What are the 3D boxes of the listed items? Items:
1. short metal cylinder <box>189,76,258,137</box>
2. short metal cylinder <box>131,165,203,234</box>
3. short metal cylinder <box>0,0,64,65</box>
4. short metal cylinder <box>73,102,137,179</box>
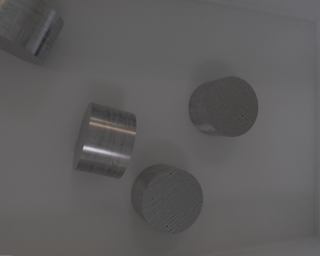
[{"bbox_3d":[0.087,-0.028,0.429,0.081,0.050,0.080,0,90,-20],"label":"short metal cylinder"},{"bbox_3d":[0.008,0.089,0.400,0.081,0.050,0.080,0,90,-20],"label":"short metal cylinder"},{"bbox_3d":[-0.150,-0.108,0.326,0.080,0.080,0.050,26,82,-18],"label":"short metal cylinder"},{"bbox_3d":[-0.065,0.015,0.357,0.050,0.080,0.080,15,85,-20],"label":"short metal cylinder"}]
